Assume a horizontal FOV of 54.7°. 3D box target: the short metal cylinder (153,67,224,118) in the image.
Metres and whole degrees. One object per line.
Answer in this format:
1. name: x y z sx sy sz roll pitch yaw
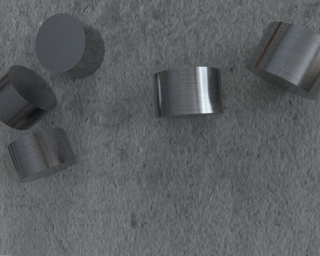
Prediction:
1. short metal cylinder: 0.033 -0.039 0.367 0.080 0.080 0.050 -4 89 19

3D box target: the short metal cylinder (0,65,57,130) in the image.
1. short metal cylinder: -0.199 -0.044 0.448 0.050 0.080 0.080 -36 79 16

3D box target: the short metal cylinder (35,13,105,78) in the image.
1. short metal cylinder: -0.126 -0.114 0.439 0.080 0.050 0.079 0 90 19

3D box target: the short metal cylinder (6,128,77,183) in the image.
1. short metal cylinder: -0.166 0.039 0.436 0.080 0.080 0.050 -25 82 18

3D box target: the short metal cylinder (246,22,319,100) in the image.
1. short metal cylinder: 0.140 -0.070 0.330 0.080 0.080 0.050 31 100 17
